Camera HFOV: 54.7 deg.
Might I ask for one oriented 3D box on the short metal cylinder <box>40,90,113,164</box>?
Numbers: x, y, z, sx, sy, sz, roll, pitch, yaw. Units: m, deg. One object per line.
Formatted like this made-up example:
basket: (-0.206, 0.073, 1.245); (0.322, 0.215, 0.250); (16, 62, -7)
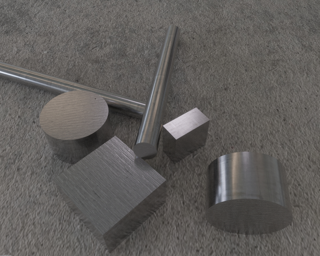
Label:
short metal cylinder: (-0.102, -0.001, 0.388); (0.081, 0.050, 0.080); (0, 50, 0)

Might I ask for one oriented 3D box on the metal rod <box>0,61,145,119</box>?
metal rod: (-0.152, -0.062, 0.454); (0.301, 0.025, 0.025); (16, 52, 13)

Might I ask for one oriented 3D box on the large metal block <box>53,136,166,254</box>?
large metal block: (-0.050, 0.068, 0.330); (0.080, 0.050, 0.080); (-37, 59, -27)

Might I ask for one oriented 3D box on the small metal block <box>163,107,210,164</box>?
small metal block: (0.031, 0.010, 0.379); (0.050, 0.050, 0.025); (-29, 56, -22)

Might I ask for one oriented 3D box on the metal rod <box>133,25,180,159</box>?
metal rod: (0.004, -0.073, 0.434); (0.025, 0.025, 0.300); (6, 41, 5)

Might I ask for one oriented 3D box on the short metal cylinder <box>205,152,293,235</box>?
short metal cylinder: (0.087, 0.067, 0.312); (0.080, 0.080, 0.050); (5, 50, 4)
